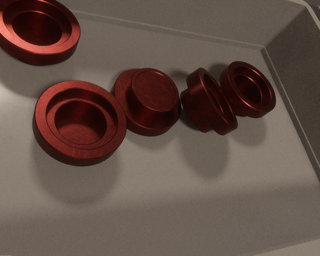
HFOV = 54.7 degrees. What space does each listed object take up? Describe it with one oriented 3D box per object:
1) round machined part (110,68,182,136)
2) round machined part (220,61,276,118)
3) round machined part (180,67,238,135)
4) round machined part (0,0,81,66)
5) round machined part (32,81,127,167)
[{"bbox_3d":[-0.014,-0.041,0.414,0.099,0.042,0.098,14,56,-21],"label":"round machined part"},{"bbox_3d":[0.136,-0.057,0.503,0.099,0.042,0.098,17,53,-23],"label":"round machined part"},{"bbox_3d":[0.065,-0.032,0.433,0.098,0.042,0.098,44,28,-30],"label":"round machined part"},{"bbox_3d":[-0.153,-0.116,0.384,0.099,0.042,0.098,14,56,-21],"label":"round machined part"},{"bbox_3d":[-0.091,-0.002,0.348,0.099,0.042,0.098,14,56,-21],"label":"round machined part"}]
